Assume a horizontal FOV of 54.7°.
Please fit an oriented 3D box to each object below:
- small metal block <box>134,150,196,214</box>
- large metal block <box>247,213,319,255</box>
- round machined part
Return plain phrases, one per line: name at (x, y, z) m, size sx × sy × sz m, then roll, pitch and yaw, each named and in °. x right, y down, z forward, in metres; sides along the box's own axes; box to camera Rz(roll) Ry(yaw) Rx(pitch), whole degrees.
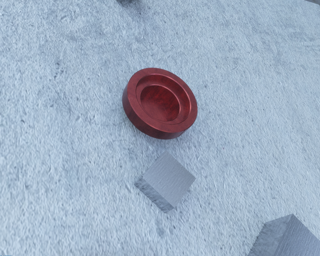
small metal block at (0.006, 0.063, 0.368) m, size 0.050 × 0.025 × 0.050 m, roll 43°, pitch 51°, yaw 2°
large metal block at (0.157, 0.165, 0.371) m, size 0.080 × 0.050 × 0.080 m, roll 46°, pitch 51°, yaw 3°
round machined part at (-0.003, -0.028, 0.408) m, size 0.099 × 0.042 × 0.098 m, roll 14°, pitch 56°, yaw -21°
